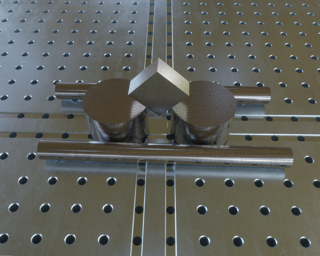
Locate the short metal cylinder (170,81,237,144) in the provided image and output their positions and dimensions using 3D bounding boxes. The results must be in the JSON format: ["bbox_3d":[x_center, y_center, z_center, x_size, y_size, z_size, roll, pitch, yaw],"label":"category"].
[{"bbox_3d":[0.054,-0.016,0.401,0.081,0.050,0.080,0,50,0],"label":"short metal cylinder"}]

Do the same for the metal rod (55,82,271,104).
[{"bbox_3d":[0.004,-0.050,0.445,0.302,0.025,0.025,2,50,1],"label":"metal rod"}]

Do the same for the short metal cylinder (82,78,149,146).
[{"bbox_3d":[-0.055,-0.019,0.403,0.081,0.050,0.080,0,50,0],"label":"short metal cylinder"}]

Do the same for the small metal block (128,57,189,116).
[{"bbox_3d":[-0.001,-0.047,0.366,0.050,0.050,0.025,33,42,-30],"label":"small metal block"}]

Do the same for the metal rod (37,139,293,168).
[{"bbox_3d":[0.005,0.031,0.377,0.302,0.025,0.025,2,50,1],"label":"metal rod"}]
